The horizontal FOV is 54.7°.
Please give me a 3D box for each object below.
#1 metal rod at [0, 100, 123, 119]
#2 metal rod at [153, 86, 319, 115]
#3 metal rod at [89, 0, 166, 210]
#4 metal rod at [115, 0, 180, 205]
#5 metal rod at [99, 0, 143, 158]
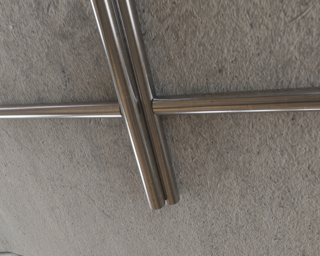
[{"bbox_3d":[-0.181,-0.027,0.484,0.301,0.025,0.025,1,119,27],"label":"metal rod"},{"bbox_3d":[0.130,-0.029,0.322,0.300,0.025,0.025,0,118,28],"label":"metal rod"},{"bbox_3d":[-0.035,-0.020,0.387,0.025,0.025,0.298,1,119,27],"label":"metal rod"},{"bbox_3d":[-0.013,-0.023,0.400,0.025,0.025,0.298,1,119,27],"label":"metal rod"},{"bbox_3d":[-0.036,-0.029,0.409,0.025,0.025,0.298,1,119,27],"label":"metal rod"}]
